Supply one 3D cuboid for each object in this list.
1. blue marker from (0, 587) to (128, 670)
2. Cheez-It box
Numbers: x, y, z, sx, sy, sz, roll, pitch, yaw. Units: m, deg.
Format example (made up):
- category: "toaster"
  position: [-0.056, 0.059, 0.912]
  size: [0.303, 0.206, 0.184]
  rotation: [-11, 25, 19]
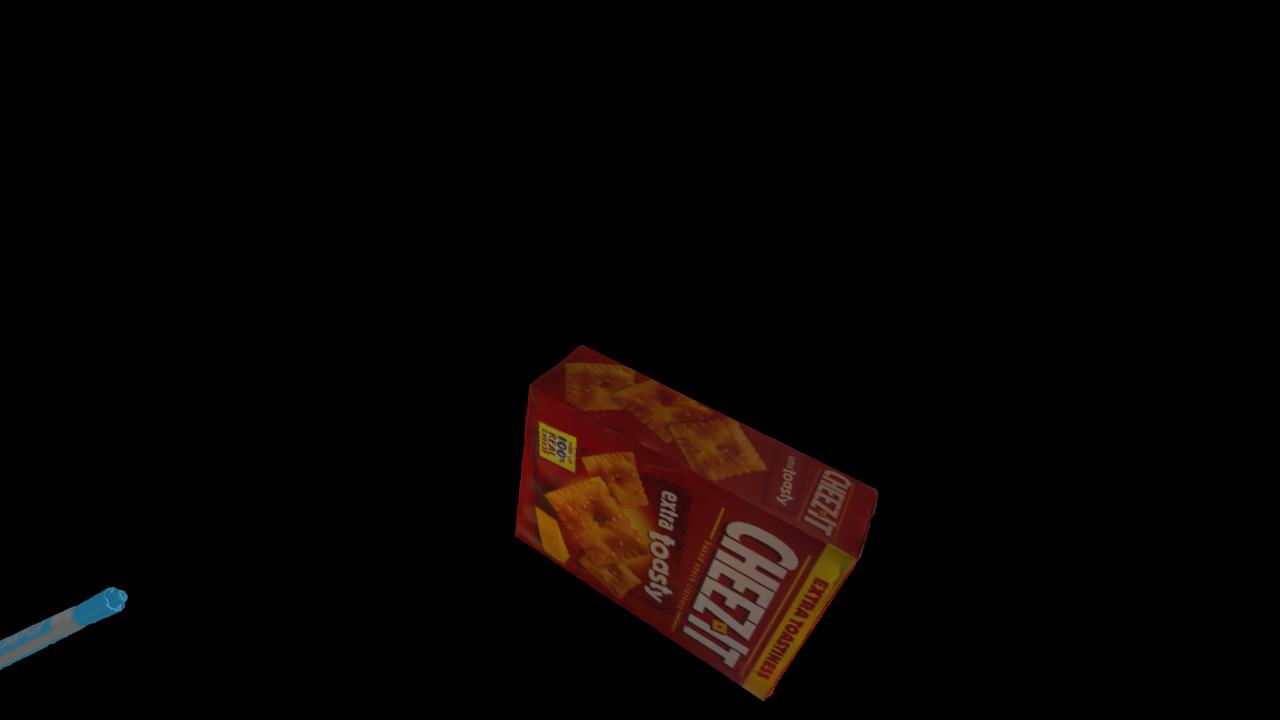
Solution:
- category: "blue marker"
  position: [-0.417, 0.192, 0.424]
  size: [0.121, 0.020, 0.020]
  rotation: [-26, 4, -8]
- category: "Cheez-It box"
  position: [0.022, 0.111, 0.428]
  size: [0.223, 0.166, 0.071]
  rotation: [27, 39, 17]
